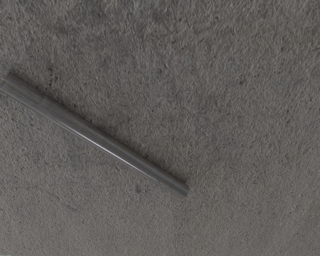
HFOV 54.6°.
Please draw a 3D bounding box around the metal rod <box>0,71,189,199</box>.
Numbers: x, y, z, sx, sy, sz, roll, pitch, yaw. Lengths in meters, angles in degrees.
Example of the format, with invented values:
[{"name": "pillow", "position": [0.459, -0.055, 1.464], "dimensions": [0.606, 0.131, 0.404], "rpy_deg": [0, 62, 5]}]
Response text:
[{"name": "metal rod", "position": [-0.072, 0.023, 0.425], "dimensions": [0.301, 0.025, 0.025], "rpy_deg": [36, 122, -27]}]
